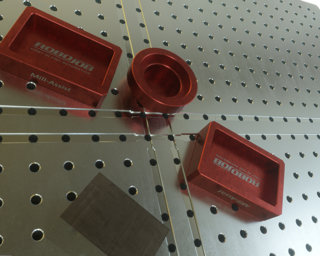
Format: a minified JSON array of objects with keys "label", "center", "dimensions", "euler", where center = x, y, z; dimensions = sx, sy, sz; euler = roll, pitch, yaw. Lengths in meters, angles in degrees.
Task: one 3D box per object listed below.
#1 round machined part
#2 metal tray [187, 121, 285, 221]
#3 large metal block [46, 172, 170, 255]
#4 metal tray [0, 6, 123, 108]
[{"label":"round machined part","center":[0.000,-0.061,0.434],"dimensions":[0.099,0.042,0.098],"euler":[14,56,-21]},{"label":"metal tray","center":[0.109,0.058,0.427],"dimensions":[0.131,0.030,0.090],"euler":[29,52,-10]},{"label":"large metal block","center":[-0.051,0.097,0.286],"dimensions":[0.080,0.080,0.050],"euler":[40,51,-1]},{"label":"metal tray","center":[-0.122,-0.090,0.393],"dimensions":[0.131,0.030,0.090],"euler":[22,53,-15]}]
